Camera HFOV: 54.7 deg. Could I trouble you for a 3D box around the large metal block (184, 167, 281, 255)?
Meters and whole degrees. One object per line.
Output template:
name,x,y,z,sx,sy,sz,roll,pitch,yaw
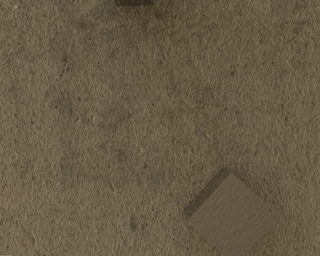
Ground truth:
large metal block,0.089,0.109,0.398,0.080,0.050,0.080,42,90,0

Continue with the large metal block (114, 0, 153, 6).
large metal block,-0.035,-0.206,0.382,0.050,0.080,0.080,-1,90,0
